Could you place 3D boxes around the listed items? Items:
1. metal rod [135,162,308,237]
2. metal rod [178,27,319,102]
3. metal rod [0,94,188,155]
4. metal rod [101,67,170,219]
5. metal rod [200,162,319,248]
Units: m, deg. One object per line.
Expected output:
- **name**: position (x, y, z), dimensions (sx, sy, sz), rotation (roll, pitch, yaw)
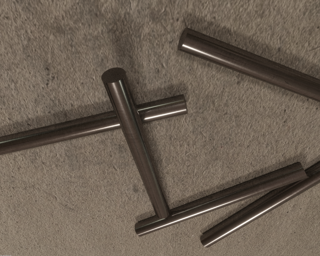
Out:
- **metal rod**: position (0.088, 0.124, 0.514), dimensions (0.300, 0.025, 0.025), rotation (-26, 126, 20)
- **metal rod**: position (0.164, -0.053, 0.364), dimensions (0.302, 0.025, 0.025), rotation (16, 128, -14)
- **metal rod**: position (-0.114, 0.002, 0.406), dimensions (0.301, 0.025, 0.025), rotation (-12, 129, 9)
- **metal rod**: position (-0.021, 0.045, 0.421), dimensions (0.025, 0.025, 0.299), rotation (-8, 137, 6)
- **metal rod**: position (0.179, 0.127, 0.518), dimensions (0.025, 0.025, 0.299), rotation (31, 123, -24)
